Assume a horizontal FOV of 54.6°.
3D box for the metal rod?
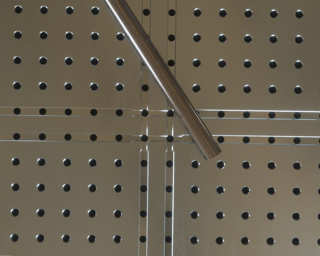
[{"bbox_3d":[-0.009,-0.089,0.413,0.025,0.025,0.299,-33,90,0],"label":"metal rod"}]
